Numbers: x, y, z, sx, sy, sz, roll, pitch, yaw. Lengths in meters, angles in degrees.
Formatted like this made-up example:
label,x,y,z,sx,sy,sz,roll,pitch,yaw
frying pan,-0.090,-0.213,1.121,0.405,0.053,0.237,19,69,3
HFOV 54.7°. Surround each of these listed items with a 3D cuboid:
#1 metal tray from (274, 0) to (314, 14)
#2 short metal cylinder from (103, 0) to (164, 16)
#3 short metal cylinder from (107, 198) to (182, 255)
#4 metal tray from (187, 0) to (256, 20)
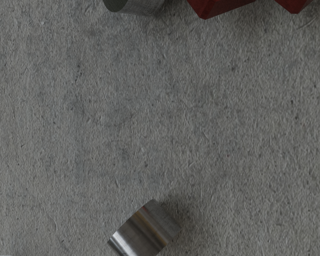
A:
label,x,y,z,sx,sy,sz,roll,pitch,yaw
metal tray,0.131,-0.196,0.338,0.090,0.030,0.130,-42,77,-12
short metal cylinder,-0.034,-0.185,0.389,0.080,0.050,0.079,13,107,50
short metal cylinder,-0.019,0.135,0.386,0.050,0.080,0.080,45,104,14
metal tray,0.052,-0.196,0.360,0.091,0.030,0.130,-28,78,-24
